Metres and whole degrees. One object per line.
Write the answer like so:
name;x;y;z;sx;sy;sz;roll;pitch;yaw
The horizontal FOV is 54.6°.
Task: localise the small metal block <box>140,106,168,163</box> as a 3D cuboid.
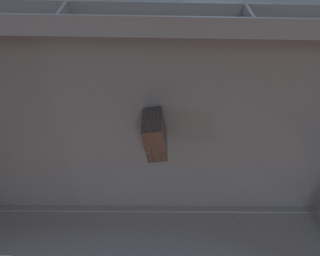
small metal block;-0.006;0.009;0.395;0.025;0.050;0.050;-7;129;6
